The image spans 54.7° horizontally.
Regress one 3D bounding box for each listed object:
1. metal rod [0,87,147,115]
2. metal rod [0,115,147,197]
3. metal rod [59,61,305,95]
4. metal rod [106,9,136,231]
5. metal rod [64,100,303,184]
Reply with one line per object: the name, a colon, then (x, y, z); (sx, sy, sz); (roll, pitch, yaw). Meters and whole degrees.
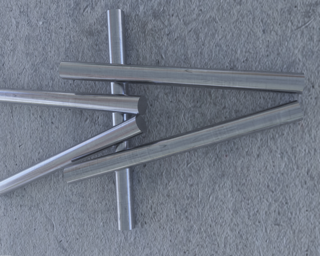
metal rod: (-0.158, -0.042, 0.449); (0.301, 0.025, 0.025); (6, 92, 25)
metal rod: (-0.149, 0.050, 0.446); (0.300, 0.025, 0.025); (-24, 82, 23)
metal rod: (0.016, -0.065, 0.387); (0.301, 0.025, 0.025); (5, 92, 13)
metal rod: (-0.054, -0.012, 0.428); (0.025, 0.025, 0.298); (-3, 89, 19)
metal rod: (0.018, 0.022, 0.386); (0.301, 0.025, 0.025); (-17, 85, 12)
